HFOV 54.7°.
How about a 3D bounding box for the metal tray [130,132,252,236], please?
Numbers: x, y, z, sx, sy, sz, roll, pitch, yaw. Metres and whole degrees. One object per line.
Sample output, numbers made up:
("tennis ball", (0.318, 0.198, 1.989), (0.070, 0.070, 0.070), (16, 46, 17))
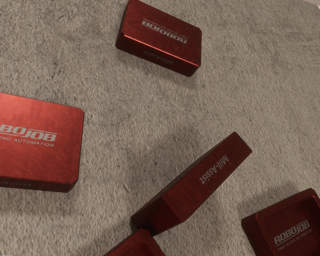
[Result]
("metal tray", (0.036, 0.062, 0.345), (0.131, 0.090, 0.030), (-34, 81, -38))

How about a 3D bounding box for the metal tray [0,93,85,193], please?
("metal tray", (-0.148, 0.013, 0.314), (0.131, 0.030, 0.090), (11, 57, -23))

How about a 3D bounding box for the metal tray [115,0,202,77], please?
("metal tray", (0.002, -0.143, 0.491), (0.131, 0.030, 0.090), (18, 54, -18))

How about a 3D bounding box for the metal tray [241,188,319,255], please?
("metal tray", (0.180, 0.142, 0.413), (0.131, 0.030, 0.090), (-11, 67, -33))

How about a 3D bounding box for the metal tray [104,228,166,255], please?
("metal tray", (-0.041, 0.165, 0.278), (0.131, 0.030, 0.090), (-28, 78, -38))
